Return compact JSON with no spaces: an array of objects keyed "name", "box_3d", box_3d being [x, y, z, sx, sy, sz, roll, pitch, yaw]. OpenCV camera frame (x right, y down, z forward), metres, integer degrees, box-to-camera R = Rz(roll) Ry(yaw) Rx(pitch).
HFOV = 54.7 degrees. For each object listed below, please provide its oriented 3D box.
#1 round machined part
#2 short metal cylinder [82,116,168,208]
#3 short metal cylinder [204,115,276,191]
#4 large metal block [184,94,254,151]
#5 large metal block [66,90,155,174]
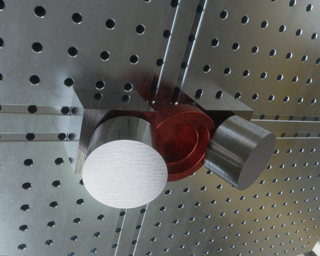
[{"name":"round machined part","box_3d":[0.017,0.014,0.380,0.099,0.042,0.097,-14,124,-21]},{"name":"short metal cylinder","box_3d":[-0.034,0.034,0.316,0.081,0.050,0.079,-2,118,-4]},{"name":"short metal cylinder","box_3d":[0.100,0.031,0.387,0.081,0.050,0.079,-31,137,-33]},{"name":"large metal block","box_3d":[0.073,0.000,0.434,0.081,0.050,0.079,-1,119,-28]},{"name":"large metal block","box_3d":[-0.060,0.004,0.364,0.081,0.050,0.079,1,118,-29]}]
